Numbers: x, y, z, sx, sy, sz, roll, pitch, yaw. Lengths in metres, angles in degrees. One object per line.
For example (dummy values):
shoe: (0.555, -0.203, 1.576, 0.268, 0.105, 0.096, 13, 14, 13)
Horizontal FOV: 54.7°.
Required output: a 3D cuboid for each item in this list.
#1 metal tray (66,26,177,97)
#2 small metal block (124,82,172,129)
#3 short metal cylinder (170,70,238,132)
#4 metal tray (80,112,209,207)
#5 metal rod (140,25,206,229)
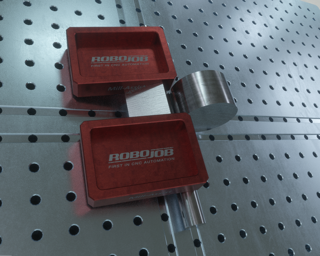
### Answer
metal tray: (-0.052, -0.090, 0.410, 0.131, 0.030, 0.090, -6, 64, -17)
small metal block: (-0.015, -0.026, 0.398, 0.050, 0.025, 0.050, -13, 65, 0)
short metal cylinder: (0.058, -0.034, 0.421, 0.081, 0.080, 0.050, 0, 62, -28)
metal tray: (-0.020, 0.032, 0.352, 0.131, 0.030, 0.090, -6, 64, -17)
metal rod: (0.008, -0.019, 0.419, 0.025, 0.025, 0.299, 0, 62, -28)
